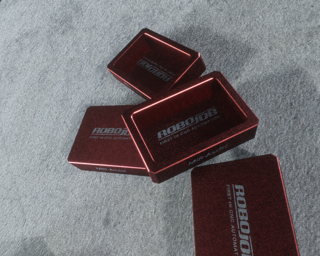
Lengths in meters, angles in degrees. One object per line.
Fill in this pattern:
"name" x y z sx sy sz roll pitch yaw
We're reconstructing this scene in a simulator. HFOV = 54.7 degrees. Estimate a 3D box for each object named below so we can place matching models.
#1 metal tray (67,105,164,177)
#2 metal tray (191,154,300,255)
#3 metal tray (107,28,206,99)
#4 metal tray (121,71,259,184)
"metal tray" -0.053 0.014 0.418 0.130 0.030 0.090 1 62 28
"metal tray" 0.080 0.096 0.299 0.090 0.030 0.130 -13 56 20
"metal tray" -0.009 -0.090 0.458 0.090 0.030 0.130 -48 52 -6
"metal tray" 0.033 -0.004 0.356 0.131 0.030 0.090 -25 58 -7
